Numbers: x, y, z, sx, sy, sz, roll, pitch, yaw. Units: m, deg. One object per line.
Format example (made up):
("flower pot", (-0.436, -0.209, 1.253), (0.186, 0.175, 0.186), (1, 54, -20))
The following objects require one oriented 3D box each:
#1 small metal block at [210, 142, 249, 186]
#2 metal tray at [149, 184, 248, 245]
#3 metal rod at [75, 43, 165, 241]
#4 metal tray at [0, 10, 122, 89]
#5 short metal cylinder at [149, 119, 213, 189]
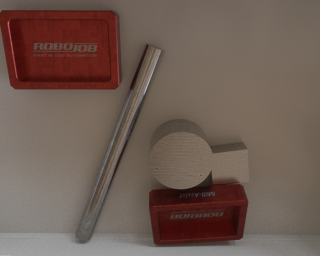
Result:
("small metal block", (0.095, 0.050, 0.431), (0.050, 0.025, 0.050), (-7, 110, 2))
("metal tray", (0.053, 0.125, 0.442), (0.131, 0.030, 0.089), (-4, 127, 1))
("metal rod", (-0.061, 0.032, 0.422), (0.025, 0.025, 0.298), (20, 109, -8))
("metal tray", (-0.114, -0.093, 0.372), (0.131, 0.030, 0.089), (0, 110, -1))
("short metal cylinder", (0.027, 0.033, 0.411), (0.081, 0.050, 0.079), (0, 110, 0))
